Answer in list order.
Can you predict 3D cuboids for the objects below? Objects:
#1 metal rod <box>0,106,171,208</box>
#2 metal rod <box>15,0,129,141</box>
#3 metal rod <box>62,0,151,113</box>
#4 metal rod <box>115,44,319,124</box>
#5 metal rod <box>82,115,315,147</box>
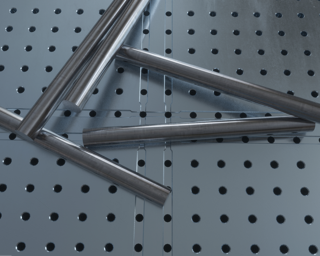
[{"bbox_3d":[-0.127,0.024,0.401,0.301,0.025,0.025,25,72,8],"label":"metal rod"},{"bbox_3d":[-0.101,-0.112,0.437,0.025,0.025,0.300,24,66,8],"label":"metal rod"},{"bbox_3d":[-0.051,-0.147,0.442,0.025,0.025,0.300,21,63,7],"label":"metal rod"},{"bbox_3d":[0.073,-0.064,0.422,0.301,0.025,0.025,20,71,12],"label":"metal rod"},{"bbox_3d":[0.052,0.003,0.411,0.302,0.025,0.025,-4,70,-2],"label":"metal rod"}]
